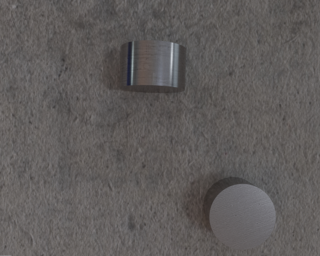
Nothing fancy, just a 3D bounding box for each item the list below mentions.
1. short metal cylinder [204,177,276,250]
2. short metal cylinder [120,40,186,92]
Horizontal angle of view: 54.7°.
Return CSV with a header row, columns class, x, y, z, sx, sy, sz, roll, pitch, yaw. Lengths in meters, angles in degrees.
class,x,y,z,sx,sy,sz,roll,pitch,yaw
short metal cylinder,0.100,0.107,0.399,0.081,0.050,0.079,0,90,-1
short metal cylinder,-0.009,-0.073,0.382,0.081,0.080,0.050,2,90,-1
